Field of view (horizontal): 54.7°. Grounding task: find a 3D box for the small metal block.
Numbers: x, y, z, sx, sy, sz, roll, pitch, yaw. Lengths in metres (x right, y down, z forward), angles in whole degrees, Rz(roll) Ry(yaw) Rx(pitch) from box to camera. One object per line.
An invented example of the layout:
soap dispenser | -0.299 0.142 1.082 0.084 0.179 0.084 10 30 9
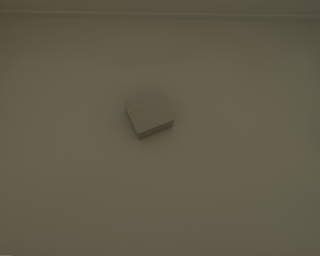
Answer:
small metal block | -0.015 -0.019 0.413 0.050 0.025 0.050 -22 72 -8
